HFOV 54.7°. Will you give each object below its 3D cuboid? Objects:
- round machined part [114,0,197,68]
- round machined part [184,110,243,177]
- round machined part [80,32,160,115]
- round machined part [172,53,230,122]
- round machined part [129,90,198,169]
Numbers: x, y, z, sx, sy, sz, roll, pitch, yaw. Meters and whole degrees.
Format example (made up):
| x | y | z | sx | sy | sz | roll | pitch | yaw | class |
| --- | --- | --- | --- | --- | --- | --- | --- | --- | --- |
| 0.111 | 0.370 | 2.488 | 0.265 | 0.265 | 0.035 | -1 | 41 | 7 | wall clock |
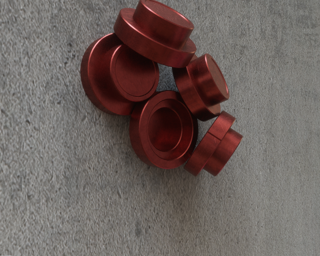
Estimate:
| x | y | z | sx | sy | sz | roll | pitch | yaw | class |
| --- | --- | --- | --- | --- | --- | --- | --- | --- | --- |
| 0.000 | -0.115 | 0.359 | 0.099 | 0.098 | 0.042 | 1 | 131 | -40 | round machined part |
| 0.078 | 0.028 | 0.427 | 0.042 | 0.098 | 0.098 | 34 | 62 | 9 | round machined part |
| -0.040 | -0.064 | 0.365 | 0.099 | 0.042 | 0.097 | 0 | 90 | -40 | round machined part |
| 0.060 | -0.061 | 0.419 | 0.098 | 0.042 | 0.098 | 44 | 33 | -38 | round machined part |
| 0.000 | 0.002 | 0.397 | 0.099 | 0.042 | 0.097 | 0 | 90 | -40 | round machined part |
